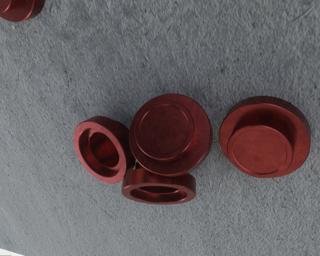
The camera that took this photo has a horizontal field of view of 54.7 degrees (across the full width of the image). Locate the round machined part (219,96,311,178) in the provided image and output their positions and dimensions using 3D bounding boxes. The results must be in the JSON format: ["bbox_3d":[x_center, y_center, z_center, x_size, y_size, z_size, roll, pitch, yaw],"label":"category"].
[{"bbox_3d":[0.114,0.017,0.346,0.098,0.042,0.097,13,124,21],"label":"round machined part"}]

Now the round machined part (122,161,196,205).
[{"bbox_3d":[-0.001,0.070,0.420,0.099,0.042,0.098,2,151,1],"label":"round machined part"}]

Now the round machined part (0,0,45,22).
[{"bbox_3d":[-0.197,-0.182,0.387,0.098,0.042,0.097,13,124,21],"label":"round machined part"}]

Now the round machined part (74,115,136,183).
[{"bbox_3d":[-0.073,0.027,0.445,0.098,0.042,0.097,16,122,28],"label":"round machined part"}]

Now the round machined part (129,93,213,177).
[{"bbox_3d":[0.010,0.006,0.359,0.098,0.042,0.098,-4,75,15],"label":"round machined part"}]
